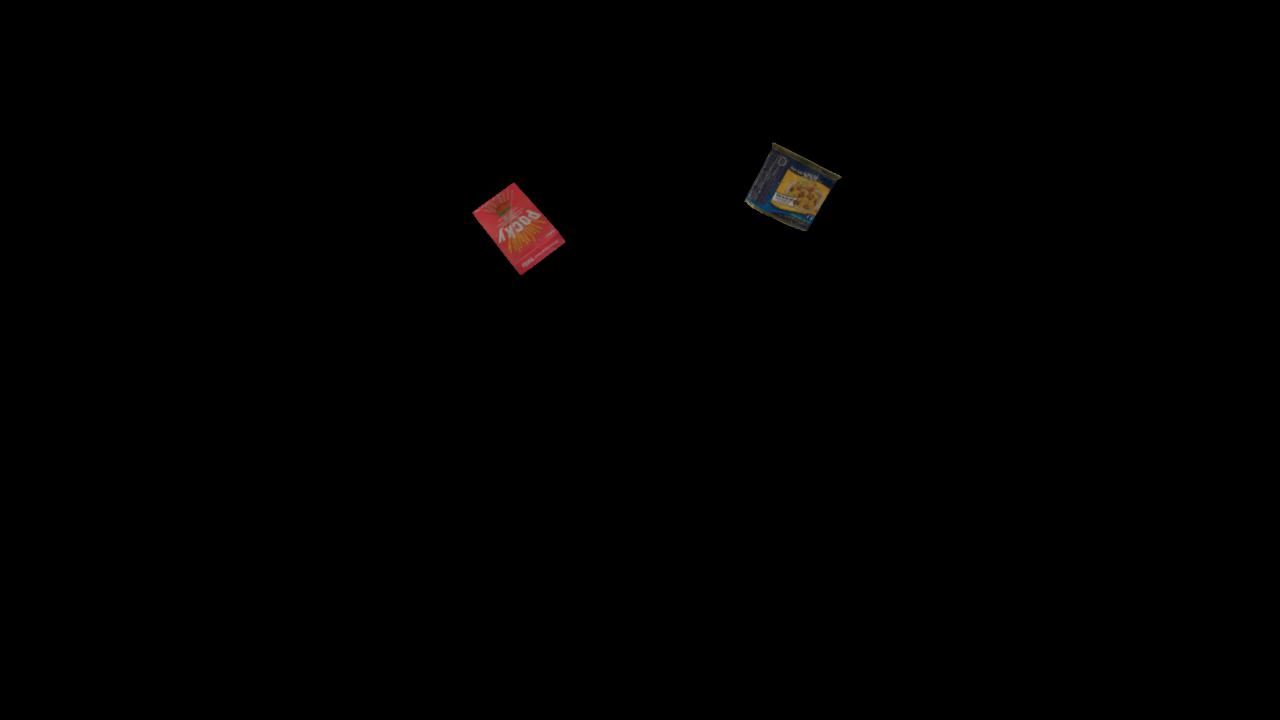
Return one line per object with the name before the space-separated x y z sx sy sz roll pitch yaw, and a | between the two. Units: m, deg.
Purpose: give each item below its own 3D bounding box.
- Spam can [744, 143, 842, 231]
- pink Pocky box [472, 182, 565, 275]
Spam can | 0.203 -0.230 0.827 0.101 0.085 0.058 15 25 -27
pink Pocky box | -0.185 -0.201 0.930 0.084 0.155 0.029 -38 -33 -4
